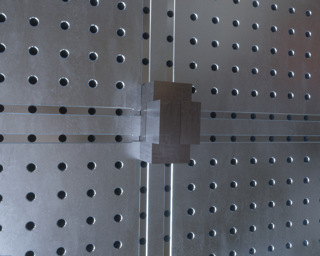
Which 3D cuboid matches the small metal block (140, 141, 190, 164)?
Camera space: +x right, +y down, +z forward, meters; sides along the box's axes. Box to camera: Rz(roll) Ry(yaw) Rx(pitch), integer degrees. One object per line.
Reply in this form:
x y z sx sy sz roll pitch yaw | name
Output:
0.005 0.031 0.401 0.050 0.050 0.025 2 90 -20 | small metal block

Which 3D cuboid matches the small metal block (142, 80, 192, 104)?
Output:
0.008 -0.044 0.401 0.050 0.050 0.025 2 90 -20 | small metal block

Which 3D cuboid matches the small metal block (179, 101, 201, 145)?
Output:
0.027 -0.006 0.382 0.025 0.050 0.050 2 89 -19 | small metal block

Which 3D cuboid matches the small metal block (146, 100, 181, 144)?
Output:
0.003 -0.007 0.373 0.025 0.050 0.050 2 90 -20 | small metal block

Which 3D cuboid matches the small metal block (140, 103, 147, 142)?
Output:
0.002 -0.007 0.412 0.050 0.025 0.050 2 90 -19 | small metal block
